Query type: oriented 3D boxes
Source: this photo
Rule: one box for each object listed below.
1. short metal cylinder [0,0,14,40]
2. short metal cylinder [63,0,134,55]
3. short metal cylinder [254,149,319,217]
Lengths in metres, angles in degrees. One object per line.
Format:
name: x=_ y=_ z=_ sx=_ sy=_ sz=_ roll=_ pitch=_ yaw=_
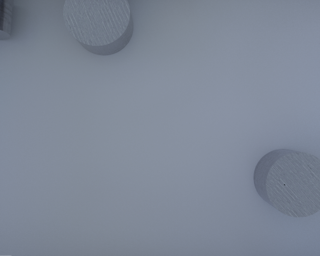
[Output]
short metal cylinder: x=-0.226 y=-0.145 z=0.381 sx=0.081 sy=0.080 sz=0.050 roll=5 pitch=90 yaw=-1
short metal cylinder: x=-0.076 y=-0.139 z=0.398 sx=0.081 sy=0.050 sz=0.079 roll=0 pitch=90 yaw=-1
short metal cylinder: x=0.169 y=0.069 z=0.401 sx=0.081 sy=0.050 sz=0.079 roll=0 pitch=90 yaw=-1
